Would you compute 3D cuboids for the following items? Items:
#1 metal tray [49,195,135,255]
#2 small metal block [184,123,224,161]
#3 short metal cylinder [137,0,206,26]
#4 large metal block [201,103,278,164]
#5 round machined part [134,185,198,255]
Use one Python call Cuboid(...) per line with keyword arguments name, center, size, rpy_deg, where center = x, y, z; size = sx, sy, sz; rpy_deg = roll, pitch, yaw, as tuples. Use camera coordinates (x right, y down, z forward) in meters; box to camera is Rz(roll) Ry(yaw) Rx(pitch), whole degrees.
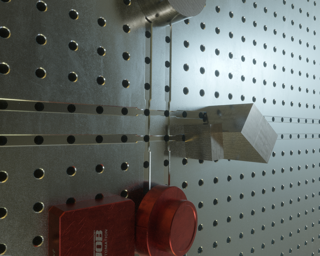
Cuboid(name="metal tray", center=(-0.074, 0.148, 0.344), size=(0.091, 0.030, 0.129), rpy_deg=(0, 90, -40))
Cuboid(name="small metal block", center=(0.063, 0.019, 0.445), size=(0.025, 0.050, 0.050), rpy_deg=(-7, 95, -40))
Cuboid(name="short metal cylinder", center=(0.015, -0.180, 0.405), size=(0.081, 0.050, 0.080), rpy_deg=(0, 90, -40))
Cuboid(name="large metal block", center=(0.118, 0.008, 0.472), size=(0.080, 0.080, 0.050), rpy_deg=(43, 64, -32))
Cuboid(name="round machined part", center=(0.014, 0.123, 0.394), size=(0.099, 0.042, 0.097), rpy_deg=(-4, 94, -55))
